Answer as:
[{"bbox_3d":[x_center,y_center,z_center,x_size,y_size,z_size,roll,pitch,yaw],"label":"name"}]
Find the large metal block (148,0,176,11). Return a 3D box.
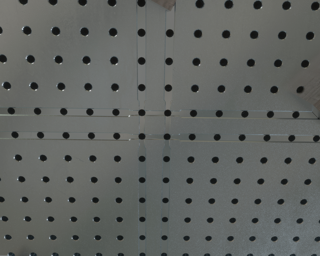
[{"bbox_3d":[0.006,-0.171,0.321,0.050,0.080,0.080,26,108,-10],"label":"large metal block"}]

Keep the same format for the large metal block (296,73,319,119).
[{"bbox_3d":[0.238,-0.038,0.389,0.080,0.050,0.080,41,105,-14],"label":"large metal block"}]
